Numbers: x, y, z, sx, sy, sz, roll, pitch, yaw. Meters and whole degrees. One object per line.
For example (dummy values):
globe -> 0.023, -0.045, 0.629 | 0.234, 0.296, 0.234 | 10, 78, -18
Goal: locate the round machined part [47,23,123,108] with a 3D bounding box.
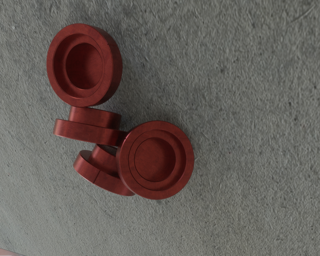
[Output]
round machined part -> -0.088, -0.076, 0.382 | 0.098, 0.042, 0.097 | 4, 100, 24

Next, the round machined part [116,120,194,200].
round machined part -> -0.009, 0.040, 0.400 | 0.098, 0.098, 0.042 | 52, 161, -9

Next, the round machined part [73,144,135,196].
round machined part -> -0.069, 0.054, 0.442 | 0.098, 0.098, 0.042 | 28, 92, 10

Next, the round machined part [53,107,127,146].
round machined part -> -0.089, -0.004, 0.417 | 0.098, 0.098, 0.042 | 10, 88, 23
